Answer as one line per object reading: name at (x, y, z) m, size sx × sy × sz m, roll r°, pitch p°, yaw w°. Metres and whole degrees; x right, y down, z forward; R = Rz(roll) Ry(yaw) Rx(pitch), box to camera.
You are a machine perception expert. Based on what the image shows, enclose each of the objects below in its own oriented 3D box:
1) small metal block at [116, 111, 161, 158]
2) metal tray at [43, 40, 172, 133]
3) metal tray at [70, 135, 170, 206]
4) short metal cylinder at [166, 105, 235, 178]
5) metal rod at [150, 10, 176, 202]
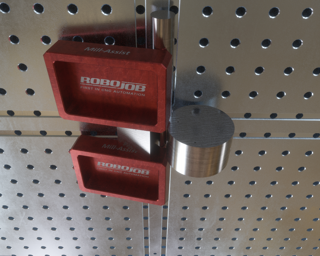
small metal block at (-0.027, 0.004, 0.396) m, size 0.050 × 0.025 × 0.050 m, roll 22°, pitch 135°, yaw 23°
metal tray at (-0.054, -0.045, 0.346) m, size 0.131 × 0.030 × 0.089 m, roll 8°, pitch 131°, yaw 9°
metal tray at (-0.053, 0.061, 0.437) m, size 0.131 × 0.030 × 0.089 m, roll 8°, pitch 131°, yaw 9°
short metal cylinder at (0.048, 0.015, 0.384) m, size 0.081 × 0.080 × 0.050 m, roll 0°, pitch 130°, yaw 0°
metal rod at (0.002, 0.000, 0.406) m, size 0.025 × 0.025 × 0.298 m, roll 0°, pitch 130°, yaw 0°
